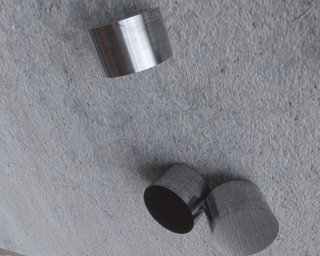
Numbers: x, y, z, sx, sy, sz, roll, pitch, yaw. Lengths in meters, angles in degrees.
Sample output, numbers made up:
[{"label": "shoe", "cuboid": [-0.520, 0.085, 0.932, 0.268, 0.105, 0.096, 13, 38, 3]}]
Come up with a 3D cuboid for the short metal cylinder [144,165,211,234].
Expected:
[{"label": "short metal cylinder", "cuboid": [0.025, 0.098, 0.429, 0.080, 0.050, 0.079, 21, 129, 29]}]

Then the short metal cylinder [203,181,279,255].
[{"label": "short metal cylinder", "cuboid": [0.099, 0.113, 0.387, 0.081, 0.050, 0.079, -2, 119, -4]}]

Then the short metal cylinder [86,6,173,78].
[{"label": "short metal cylinder", "cuboid": [-0.031, -0.092, 0.331, 0.080, 0.080, 0.050, -4, 116, 30]}]
